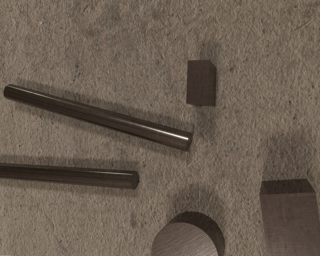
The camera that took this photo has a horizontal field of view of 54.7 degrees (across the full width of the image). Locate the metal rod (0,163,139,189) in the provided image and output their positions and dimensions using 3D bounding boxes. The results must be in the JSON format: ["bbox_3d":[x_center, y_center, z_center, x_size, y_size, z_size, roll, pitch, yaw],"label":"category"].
[{"bbox_3d":[-0.176,0.069,0.469,0.301,0.025,0.025,1,90,19],"label":"metal rod"}]

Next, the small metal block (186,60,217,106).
[{"bbox_3d":[0.051,-0.053,0.377,0.025,0.050,0.050,2,91,20],"label":"small metal block"}]

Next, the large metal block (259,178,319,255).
[{"bbox_3d":[0.139,0.102,0.331,0.050,0.080,0.080,-8,88,19],"label":"large metal block"}]

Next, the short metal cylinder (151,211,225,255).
[{"bbox_3d":[0.036,0.149,0.382,0.080,0.050,0.079,0,90,19],"label":"short metal cylinder"}]

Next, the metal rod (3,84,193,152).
[{"bbox_3d":[-0.100,-0.020,0.442,0.301,0.025,0.025,15,95,19],"label":"metal rod"}]
